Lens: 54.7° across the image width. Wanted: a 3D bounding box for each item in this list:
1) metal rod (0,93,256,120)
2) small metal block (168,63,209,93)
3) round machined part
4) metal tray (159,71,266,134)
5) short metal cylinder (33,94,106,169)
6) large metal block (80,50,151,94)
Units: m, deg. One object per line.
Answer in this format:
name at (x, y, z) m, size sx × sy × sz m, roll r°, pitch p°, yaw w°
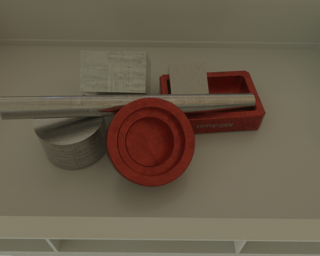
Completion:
metal rod at (-0.023, -0.028, 0.372) m, size 0.303 × 0.025 × 0.025 m, roll -3°, pitch 49°, yaw -17°
small metal block at (0.038, -0.061, 0.427) m, size 0.050 × 0.025 × 0.050 m, roll -4°, pitch 76°, yaw -3°
round machined part at (-0.013, 0.017, 0.357) m, size 0.099 × 0.042 × 0.097 m, roll 2°, pitch 83°, yaw -15°
metal tray at (0.068, -0.037, 0.431) m, size 0.131 × 0.030 × 0.090 m, roll -3°, pitch 50°, yaw -4°
short metal cylinder at (-0.107, 0.004, 0.381) m, size 0.081 × 0.050 × 0.080 m, roll 0°, pitch 50°, yaw 0°
large metal block at (-0.056, -0.070, 0.416) m, size 0.080 × 0.080 × 0.050 m, roll 2°, pitch 92°, yaw 2°
